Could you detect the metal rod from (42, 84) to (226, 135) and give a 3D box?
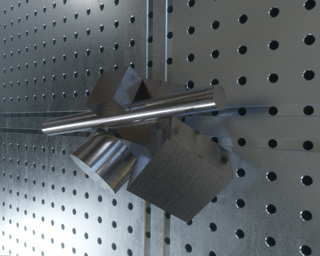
[{"bbox_3d":[-0.058,-0.015,0.387,0.300,0.025,0.025,-7,86,40],"label":"metal rod"}]

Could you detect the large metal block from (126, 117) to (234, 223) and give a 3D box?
[{"bbox_3d":[0.022,0.046,0.343,0.080,0.050,0.080,31,118,-12],"label":"large metal block"}]

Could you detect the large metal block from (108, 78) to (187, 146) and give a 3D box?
[{"bbox_3d":[-0.018,-0.023,0.403,0.080,0.050,0.079,14,99,39],"label":"large metal block"}]

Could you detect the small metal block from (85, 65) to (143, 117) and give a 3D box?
[{"bbox_3d":[-0.055,-0.043,0.369,0.050,0.025,0.050,-7,50,40],"label":"small metal block"}]

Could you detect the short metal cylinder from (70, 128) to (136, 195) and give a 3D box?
[{"bbox_3d":[-0.075,0.045,0.422,0.080,0.080,0.050,25,63,37],"label":"short metal cylinder"}]
